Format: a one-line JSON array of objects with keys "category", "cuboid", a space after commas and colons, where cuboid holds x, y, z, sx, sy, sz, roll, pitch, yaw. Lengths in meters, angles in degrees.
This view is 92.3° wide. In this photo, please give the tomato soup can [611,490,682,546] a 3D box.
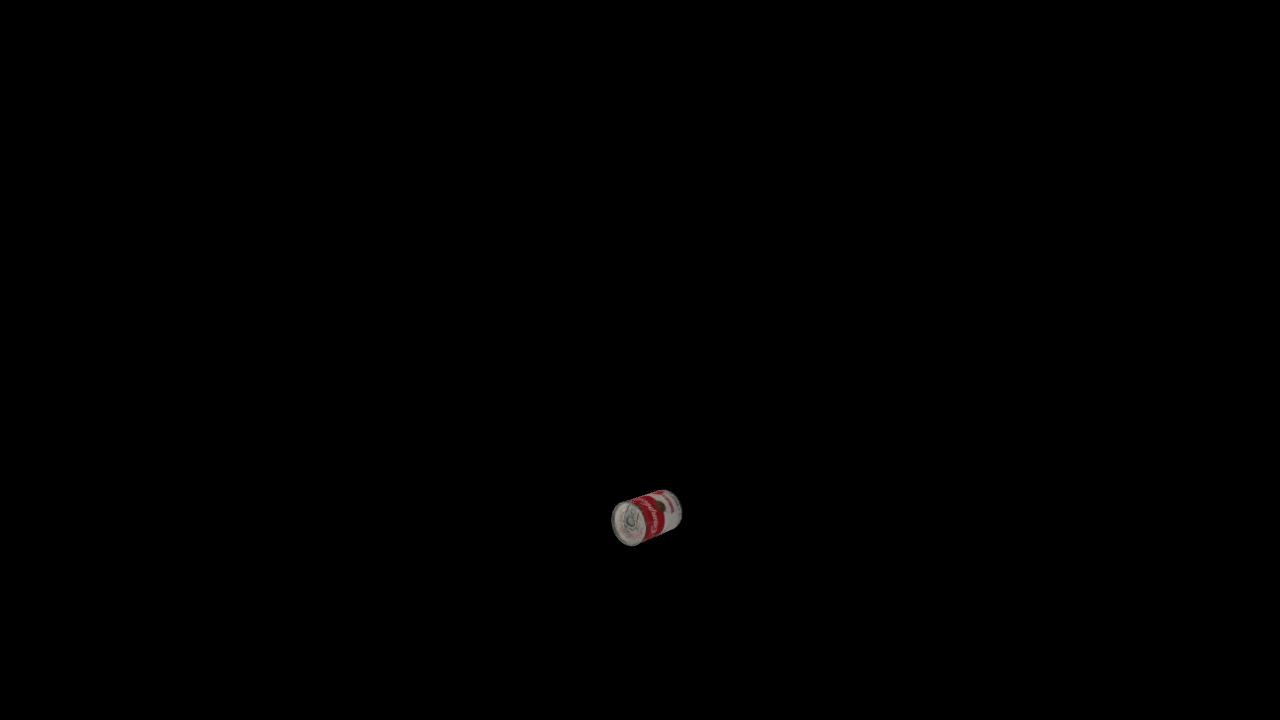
[{"category": "tomato soup can", "cuboid": [0.013, 0.245, 0.962, 0.068, 0.068, 0.101, 0, 1, 38]}]
